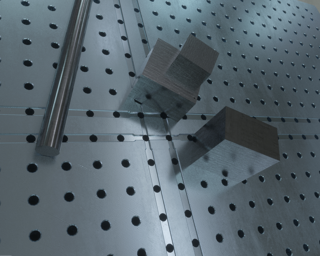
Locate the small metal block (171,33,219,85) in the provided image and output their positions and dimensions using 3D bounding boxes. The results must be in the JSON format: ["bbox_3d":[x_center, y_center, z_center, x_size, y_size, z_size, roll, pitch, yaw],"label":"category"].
[{"bbox_3d":[0.050,-0.096,0.431,0.050,0.025,0.050,32,51,-8],"label":"small metal block"}]

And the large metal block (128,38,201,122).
[{"bbox_3d":[0.012,-0.068,0.442,0.080,0.050,0.080,27,52,-12],"label":"large metal block"}]

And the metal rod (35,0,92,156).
[{"bbox_3d":[-0.116,-0.102,0.408,0.025,0.025,0.299,15,56,-20],"label":"metal rod"}]

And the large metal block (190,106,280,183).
[{"bbox_3d":[0.098,0.025,0.412,0.080,0.080,0.050,21,54,-16],"label":"large metal block"}]
